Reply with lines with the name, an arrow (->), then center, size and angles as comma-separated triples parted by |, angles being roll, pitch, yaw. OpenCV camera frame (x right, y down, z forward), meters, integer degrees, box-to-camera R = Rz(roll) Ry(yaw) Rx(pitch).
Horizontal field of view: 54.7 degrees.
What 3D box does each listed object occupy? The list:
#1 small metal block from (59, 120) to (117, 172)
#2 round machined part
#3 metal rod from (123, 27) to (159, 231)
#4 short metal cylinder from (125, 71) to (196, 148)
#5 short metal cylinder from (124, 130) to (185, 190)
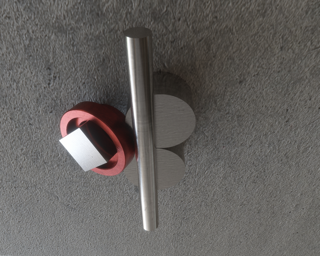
small metal block -> -0.085, 0.021, 0.372 | 0.050, 0.025, 0.050 | -25, 106, 43
round machined part -> -0.072, 0.009, 0.388 | 0.098, 0.042, 0.097 | 18, 131, 22
metal rod -> -0.017, 0.030, 0.369 | 0.025, 0.025, 0.298 | -1, 130, 0
short metal cylinder -> 0.001, -0.022, 0.374 | 0.081, 0.050, 0.079 | 0, 130, 0
short metal cylinder -> -0.007, 0.040, 0.426 | 0.081, 0.050, 0.079 | 0, 129, 0
